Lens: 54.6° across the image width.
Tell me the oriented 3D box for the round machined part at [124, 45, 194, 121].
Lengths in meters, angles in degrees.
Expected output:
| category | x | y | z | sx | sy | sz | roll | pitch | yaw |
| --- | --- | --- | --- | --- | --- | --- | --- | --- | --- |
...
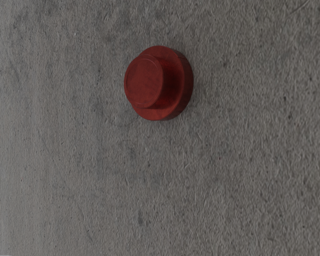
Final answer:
| category | x | y | z | sx | sy | sz | roll | pitch | yaw |
| --- | --- | --- | --- | --- | --- | --- | --- | --- | --- |
| round machined part | -0.009 | -0.058 | 0.402 | 0.098 | 0.042 | 0.097 | 0 | 90 | 40 |
